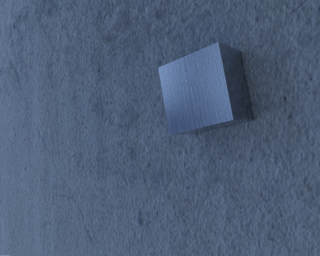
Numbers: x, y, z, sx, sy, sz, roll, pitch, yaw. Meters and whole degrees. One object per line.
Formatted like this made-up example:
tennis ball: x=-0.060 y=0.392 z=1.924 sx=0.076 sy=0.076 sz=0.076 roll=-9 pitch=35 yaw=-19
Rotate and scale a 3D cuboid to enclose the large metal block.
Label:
large metal block: x=0.051 y=-0.039 z=0.348 sx=0.080 sy=0.050 sz=0.080 roll=-15 pitch=81 yaw=39
